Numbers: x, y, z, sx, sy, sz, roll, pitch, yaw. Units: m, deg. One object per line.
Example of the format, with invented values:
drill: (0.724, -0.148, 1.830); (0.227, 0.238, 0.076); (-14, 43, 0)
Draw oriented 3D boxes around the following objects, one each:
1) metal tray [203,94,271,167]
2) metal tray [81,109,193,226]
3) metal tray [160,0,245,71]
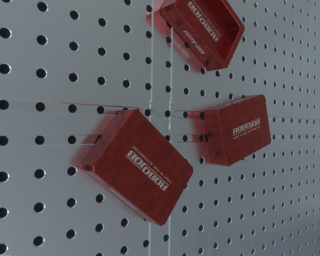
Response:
metal tray: (0.132, 0.000, 0.515); (0.131, 0.030, 0.090); (-19, 102, -38)
metal tray: (-0.022, 0.050, 0.387); (0.130, 0.030, 0.090); (47, 62, -30)
metal tray: (0.069, -0.160, 0.461); (0.130, 0.030, 0.090); (41, 65, -32)
